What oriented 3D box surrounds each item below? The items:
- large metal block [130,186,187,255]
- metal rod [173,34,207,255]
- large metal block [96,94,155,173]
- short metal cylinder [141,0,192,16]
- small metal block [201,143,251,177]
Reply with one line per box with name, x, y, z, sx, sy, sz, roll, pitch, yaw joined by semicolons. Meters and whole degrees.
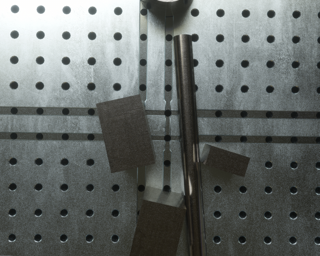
large metal block;-0.004;0.124;0.386;0.050;0.080;0.080;13;90;0
metal rod;0.040;0.027;0.413;0.025;0.025;0.298;-4;90;-1
large metal block;-0.039;0.006;0.385;0.050;0.080;0.080;-12;90;0
short metal cylinder;0.010;-0.193;0.401;0.081;0.050;0.079;0;90;-1
small metal block;0.082;0.041;0.402;0.050;0.050;0.025;18;90;-1
